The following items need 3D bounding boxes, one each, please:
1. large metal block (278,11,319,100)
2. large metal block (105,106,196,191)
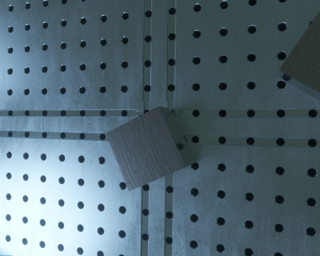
[{"bbox_3d":[0.187,-0.073,0.333,0.080,0.050,0.080,36,101,16],"label":"large metal block"},{"bbox_3d":[-0.011,0.026,0.404,0.080,0.050,0.080,-26,82,18],"label":"large metal block"}]
